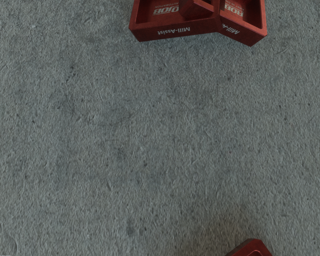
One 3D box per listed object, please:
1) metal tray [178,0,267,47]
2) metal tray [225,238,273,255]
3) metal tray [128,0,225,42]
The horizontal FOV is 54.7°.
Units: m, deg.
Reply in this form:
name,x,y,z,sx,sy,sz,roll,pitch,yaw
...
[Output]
name,x,y,z,sx,sy,sz,roll,pitch,yaw
metal tray,0.091,-0.179,0.438,0.131,0.030,0.090,15,65,-25
metal tray,0.080,0.194,0.334,0.131,0.030,0.090,-31,73,-11
metal tray,0.025,-0.176,0.445,0.130,0.030,0.090,0,68,23
